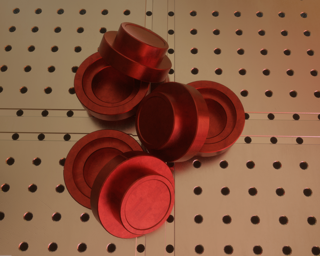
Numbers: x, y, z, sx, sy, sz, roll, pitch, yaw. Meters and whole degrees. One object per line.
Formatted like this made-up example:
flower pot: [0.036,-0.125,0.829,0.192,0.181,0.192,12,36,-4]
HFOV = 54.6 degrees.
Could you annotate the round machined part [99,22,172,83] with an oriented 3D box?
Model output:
round machined part: [-0.027,-0.105,0.412,0.098,0.042,0.098,22,30,-13]

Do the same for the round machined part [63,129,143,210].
round machined part: [-0.064,0.054,0.382,0.099,0.042,0.098,0,70,0]

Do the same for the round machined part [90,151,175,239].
round machined part: [-0.023,0.077,0.344,0.099,0.042,0.097,-9,106,-32]

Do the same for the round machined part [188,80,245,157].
round machined part: [0.057,-0.010,0.406,0.099,0.042,0.098,0,70,0]

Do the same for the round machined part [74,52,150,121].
round machined part: [-0.062,-0.055,0.421,0.099,0.042,0.098,0,70,0]

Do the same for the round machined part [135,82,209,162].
round machined part: [0.007,-0.008,0.373,0.042,0.098,0.098,5,63,-44]
